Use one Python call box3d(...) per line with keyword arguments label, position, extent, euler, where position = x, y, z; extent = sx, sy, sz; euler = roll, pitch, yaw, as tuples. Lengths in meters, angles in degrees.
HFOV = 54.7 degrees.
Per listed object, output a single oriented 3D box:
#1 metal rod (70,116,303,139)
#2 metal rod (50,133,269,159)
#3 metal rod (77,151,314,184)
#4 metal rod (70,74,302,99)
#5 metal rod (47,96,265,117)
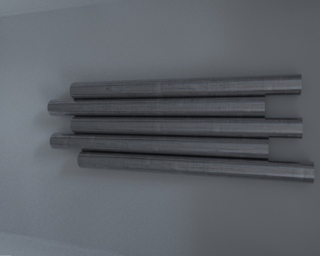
box3d(label="metal rod", position=(0.019, -0.002, 0.402), extent=(0.301, 0.025, 0.025), euler=(1, 90, 19))
box3d(label="metal rod", position=(-0.014, 0.022, 0.413), extent=(0.301, 0.025, 0.025), euler=(1, 90, 19))
box3d(label="metal rod", position=(0.030, 0.048, 0.398), extent=(0.301, 0.025, 0.025), euler=(1, 90, 19))
box3d(label="metal rod", position=(0.018, -0.052, 0.402), extent=(0.301, 0.025, 0.025), euler=(1, 90, 19))
box3d(label="metal rod", position=(-0.018, -0.028, 0.414), extent=(0.301, 0.025, 0.025), euler=(1, 90, 19))
